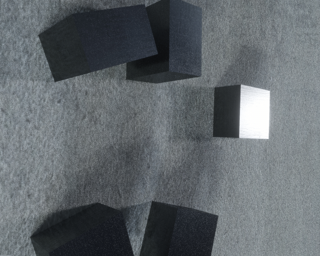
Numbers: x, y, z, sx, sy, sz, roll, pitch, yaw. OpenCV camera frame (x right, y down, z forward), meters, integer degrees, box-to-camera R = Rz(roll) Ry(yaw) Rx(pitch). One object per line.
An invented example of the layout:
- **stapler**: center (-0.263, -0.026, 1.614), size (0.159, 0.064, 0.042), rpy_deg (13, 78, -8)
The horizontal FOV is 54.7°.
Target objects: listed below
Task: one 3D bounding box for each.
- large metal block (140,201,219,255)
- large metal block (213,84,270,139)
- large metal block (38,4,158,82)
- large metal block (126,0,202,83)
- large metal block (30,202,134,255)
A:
- **large metal block**: center (0.026, 0.147, 0.413), size (0.080, 0.050, 0.080), rpy_deg (22, 76, -38)
- **large metal block**: center (0.133, -0.024, 0.503), size (0.081, 0.050, 0.080), rpy_deg (3, 88, -40)
- **large metal block**: center (-0.063, -0.085, 0.317), size (0.081, 0.080, 0.050), rpy_deg (-26, 107, -37)
- **large metal block**: center (0.003, -0.100, 0.373), size (0.050, 0.080, 0.079), rpy_deg (1, 90, -40)
- **large metal block**: center (-0.077, 0.137, 0.326), size (0.081, 0.050, 0.079), rpy_deg (-22, 104, -38)
